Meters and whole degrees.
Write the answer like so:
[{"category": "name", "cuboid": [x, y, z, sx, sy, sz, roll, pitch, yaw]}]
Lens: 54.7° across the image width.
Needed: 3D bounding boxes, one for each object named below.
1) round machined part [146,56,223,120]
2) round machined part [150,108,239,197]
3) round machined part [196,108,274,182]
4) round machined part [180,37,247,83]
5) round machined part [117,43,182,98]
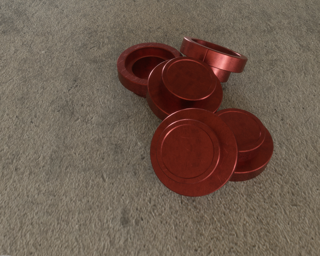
[{"category": "round machined part", "cuboid": [0.033, -0.052, 0.395, 0.099, 0.042, 0.098, 4, 60, -7]}, {"category": "round machined part", "cuboid": [0.035, 0.026, 0.339, 0.098, 0.042, 0.097, -2, 83, 19]}, {"category": "round machined part", "cuboid": [0.091, 0.013, 0.383, 0.099, 0.042, 0.098, 0, 50, 0]}, {"category": "round machined part", "cuboid": [0.075, -0.100, 0.460, 0.099, 0.042, 0.098, 16, 23, -7]}, {"category": "round machined part", "cuboid": [-0.013, -0.082, 0.462, 0.099, 0.042, 0.098, 0, 50, 0]}]
